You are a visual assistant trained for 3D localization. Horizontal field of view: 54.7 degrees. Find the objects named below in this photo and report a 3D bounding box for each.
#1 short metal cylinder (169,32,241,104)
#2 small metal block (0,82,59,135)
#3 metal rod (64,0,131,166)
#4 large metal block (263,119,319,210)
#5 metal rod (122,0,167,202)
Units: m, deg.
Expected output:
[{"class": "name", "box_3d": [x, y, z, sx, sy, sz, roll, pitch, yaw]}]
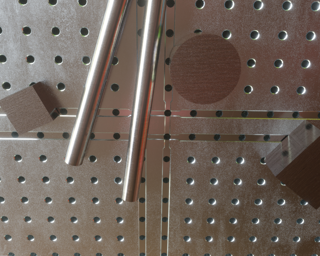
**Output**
[{"class": "short metal cylinder", "box_3d": [0.051, -0.074, 0.374, 0.081, 0.050, 0.079, 0, 110, -1]}, {"class": "small metal block", "box_3d": [-0.169, -0.025, 0.402, 0.050, 0.025, 0.050, -23, 109, 7]}, {"class": "metal rod", "box_3d": [-0.070, -0.086, 0.380, 0.025, 0.025, 0.298, 18, 109, -7]}, {"class": "large metal block", "box_3d": [0.205, 0.049, 0.421, 0.080, 0.050, 0.080, 38, 105, -13]}, {"class": "metal rod", "box_3d": [-0.022, -0.038, 0.399, 0.025, 0.025, 0.298, 8, 110, -3]}]
